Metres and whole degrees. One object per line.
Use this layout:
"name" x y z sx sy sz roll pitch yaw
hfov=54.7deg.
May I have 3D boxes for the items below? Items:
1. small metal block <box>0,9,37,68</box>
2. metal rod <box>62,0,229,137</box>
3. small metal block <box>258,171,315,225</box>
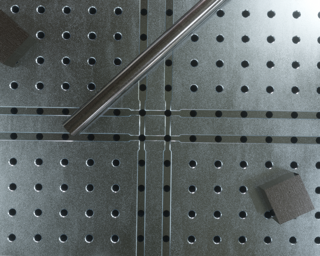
"small metal block" -0.204 -0.118 0.411 0.050 0.025 0.050 42 90 -1
"metal rod" -0.009 -0.098 0.413 0.300 0.025 0.025 -42 91 -1
"small metal block" 0.169 0.093 0.416 0.050 0.025 0.050 -24 90 -1
